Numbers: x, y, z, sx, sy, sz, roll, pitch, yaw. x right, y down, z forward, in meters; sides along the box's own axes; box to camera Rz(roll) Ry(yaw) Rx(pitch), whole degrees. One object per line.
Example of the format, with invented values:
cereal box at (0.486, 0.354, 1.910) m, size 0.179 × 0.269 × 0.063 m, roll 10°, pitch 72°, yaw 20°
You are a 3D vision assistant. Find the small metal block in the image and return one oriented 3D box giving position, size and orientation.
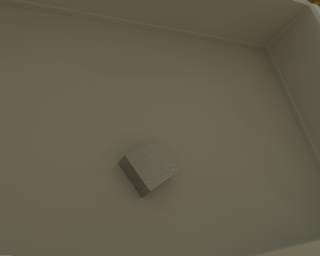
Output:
small metal block at (-0.013, 0.046, 0.370) m, size 0.050 × 0.025 × 0.050 m, roll -28°, pitch 77°, yaw -37°
